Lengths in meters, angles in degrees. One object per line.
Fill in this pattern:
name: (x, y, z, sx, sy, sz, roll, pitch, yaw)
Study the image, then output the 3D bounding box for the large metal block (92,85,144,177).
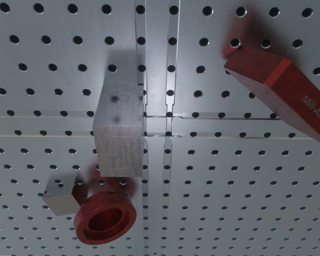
large metal block: (-0.046, 0.003, 0.378, 0.050, 0.080, 0.079, 1, 130, -1)

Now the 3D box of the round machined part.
round machined part: (-0.091, 0.142, 0.505, 0.099, 0.042, 0.097, -16, 131, -19)

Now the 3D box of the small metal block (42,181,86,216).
small metal block: (-0.156, 0.117, 0.510, 0.050, 0.025, 0.050, -11, 130, 9)

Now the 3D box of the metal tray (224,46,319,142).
metal tray: (0.140, -0.033, 0.339, 0.130, 0.090, 0.030, 34, 99, -26)
